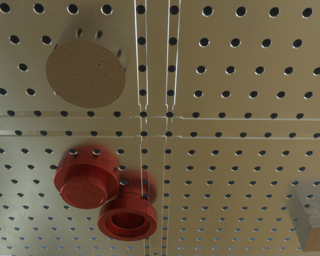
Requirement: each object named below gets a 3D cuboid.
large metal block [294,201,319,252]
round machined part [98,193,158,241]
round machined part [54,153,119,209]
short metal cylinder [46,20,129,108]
[{"bbox_3d":[0.291,0.172,0.544,0.080,0.050,0.080,-5,130,4],"label":"large metal block"},{"bbox_3d":[-0.053,0.148,0.526,0.099,0.042,0.097,0,130,0],"label":"round machined part"},{"bbox_3d":[-0.113,0.087,0.474,0.099,0.042,0.097,0,130,0],"label":"round machined part"},{"bbox_3d":[-0.076,-0.068,0.336,0.081,0.050,0.079,0,130,0],"label":"short metal cylinder"}]
